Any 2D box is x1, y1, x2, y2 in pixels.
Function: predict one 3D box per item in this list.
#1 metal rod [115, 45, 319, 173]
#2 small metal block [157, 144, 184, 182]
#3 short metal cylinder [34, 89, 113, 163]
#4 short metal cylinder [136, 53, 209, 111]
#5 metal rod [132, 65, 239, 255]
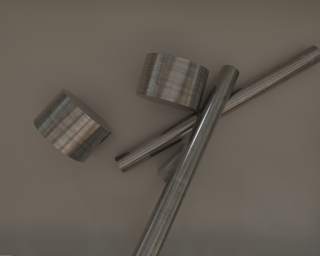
[{"bbox_3d":[0.078,-0.025,0.412,0.301,0.025,0.025,-30,90,-1],"label":"metal rod"},{"bbox_3d":[0.024,0.047,0.399,0.025,0.050,0.050,45,90,0],"label":"small metal block"},{"bbox_3d":[-0.105,-0.003,0.383,0.080,0.080,0.050,42,90,-1],"label":"short metal cylinder"},{"bbox_3d":[0.015,-0.055,0.384,0.080,0.080,0.050,15,90,-1],"label":"short metal cylinder"},{"bbox_3d":[0.027,0.049,0.351,0.025,0.025,0.300,28,69,0],"label":"metal rod"}]
